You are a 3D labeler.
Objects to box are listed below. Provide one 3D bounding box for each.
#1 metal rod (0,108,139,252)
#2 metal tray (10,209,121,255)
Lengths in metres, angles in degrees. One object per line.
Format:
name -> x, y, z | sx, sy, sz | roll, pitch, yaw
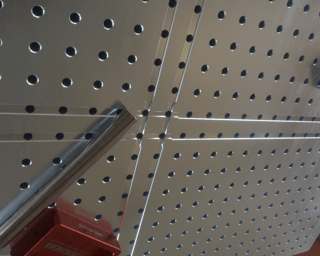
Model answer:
metal rod -> -0.144, 0.086, 0.386 | 0.300, 0.025, 0.025 | -43, 130, 1
metal tray -> -0.131, 0.179, 0.448 | 0.090, 0.030, 0.130 | -45, 130, 3
